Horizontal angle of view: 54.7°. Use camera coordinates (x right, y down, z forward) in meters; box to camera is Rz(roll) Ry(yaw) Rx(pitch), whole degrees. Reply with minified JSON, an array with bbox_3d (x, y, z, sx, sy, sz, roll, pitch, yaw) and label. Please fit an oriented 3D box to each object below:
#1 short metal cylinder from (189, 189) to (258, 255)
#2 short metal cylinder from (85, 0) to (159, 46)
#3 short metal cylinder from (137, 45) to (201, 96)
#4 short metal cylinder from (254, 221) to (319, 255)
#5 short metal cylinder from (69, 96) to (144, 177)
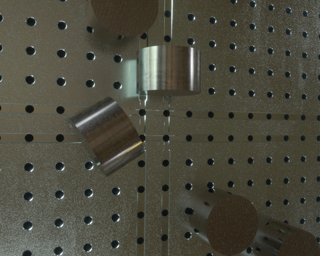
[{"bbox_3d":[0.088,0.129,0.434,0.081,0.050,0.079,0,90,-21],"label":"short metal cylinder"},{"bbox_3d":[-0.048,-0.146,0.382,0.081,0.050,0.079,0,90,-21],"label":"short metal cylinder"},{"bbox_3d":[0.011,-0.068,0.388,0.081,0.080,0.050,0,90,-20],"label":"short metal cylinder"},{"bbox_3d":[0.194,0.189,0.473,0.081,0.050,0.079,0,90,-20],"label":"short metal cylinder"},{"bbox_3d":[-0.062,0.010,0.361,0.050,0.080,0.080,-33,101,-17],"label":"short metal cylinder"}]
